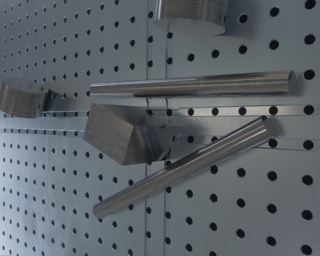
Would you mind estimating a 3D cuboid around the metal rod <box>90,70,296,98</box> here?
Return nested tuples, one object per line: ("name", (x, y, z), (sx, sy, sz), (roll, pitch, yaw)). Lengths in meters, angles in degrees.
("metal rod", (0.014, -0.052, 0.398), (0.300, 0.025, 0.025), (4, 93, 39))

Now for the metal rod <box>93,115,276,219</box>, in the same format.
("metal rod", (0.008, 0.064, 0.402), (0.299, 0.025, 0.025), (-33, 70, 35))

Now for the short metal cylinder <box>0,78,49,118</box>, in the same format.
("short metal cylinder", (-0.259, -0.058, 0.588), (0.080, 0.081, 0.050), (33, 111, 35))

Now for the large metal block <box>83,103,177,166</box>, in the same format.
("large metal block", (-0.039, 0.006, 0.406), (0.080, 0.081, 0.050), (27, 107, 36))

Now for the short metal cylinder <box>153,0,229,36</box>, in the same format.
("short metal cylinder", (0.035, -0.137, 0.344), (0.080, 0.081, 0.050), (11, 97, 39))
